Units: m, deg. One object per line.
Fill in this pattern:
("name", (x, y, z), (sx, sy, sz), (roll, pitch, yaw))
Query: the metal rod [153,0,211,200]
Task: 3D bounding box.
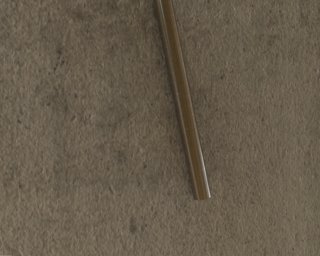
("metal rod", (0.029, -0.049, 0.420), (0.025, 0.025, 0.298), (-13, 95, -20))
